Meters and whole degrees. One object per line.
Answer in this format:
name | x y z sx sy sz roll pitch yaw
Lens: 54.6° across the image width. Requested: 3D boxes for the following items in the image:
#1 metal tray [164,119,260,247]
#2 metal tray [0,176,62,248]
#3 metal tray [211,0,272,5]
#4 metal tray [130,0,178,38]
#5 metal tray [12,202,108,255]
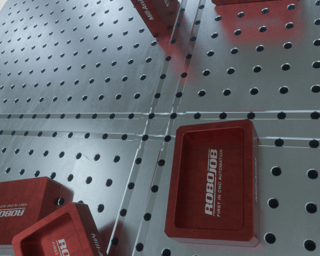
metal tray | 0.059 0.057 0.339 0.090 0.030 0.130 -6 59 25
metal tray | -0.209 0.122 0.442 0.130 0.030 0.090 -10 57 23
metal tray | 0.126 -0.224 0.437 0.130 0.090 0.030 9 66 32
metal tray | -0.015 -0.219 0.484 0.030 0.130 0.090 -4 60 26
metal tray | -0.102 0.160 0.341 0.090 0.030 0.130 -32 66 7
